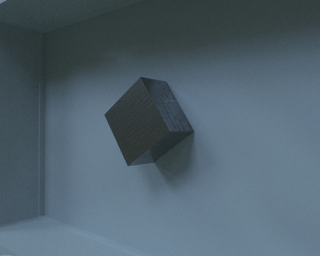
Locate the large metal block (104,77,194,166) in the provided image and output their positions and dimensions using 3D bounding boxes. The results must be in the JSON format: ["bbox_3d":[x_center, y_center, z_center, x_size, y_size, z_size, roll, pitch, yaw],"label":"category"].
[{"bbox_3d":[-0.016,-0.007,0.402,0.080,0.050,0.080,-41,65,32],"label":"large metal block"}]
